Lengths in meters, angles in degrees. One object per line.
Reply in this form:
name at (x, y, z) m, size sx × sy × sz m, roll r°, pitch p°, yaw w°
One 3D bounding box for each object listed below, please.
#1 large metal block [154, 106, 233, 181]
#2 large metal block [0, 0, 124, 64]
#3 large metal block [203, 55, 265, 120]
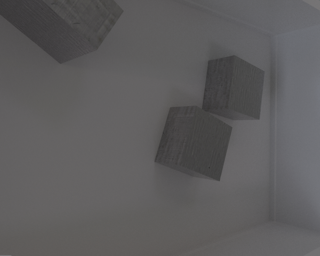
large metal block at (0.048, 0.022, 0.431) m, size 0.080 × 0.050 × 0.080 m, roll 26°, pitch 74°, yaw -37°
large metal block at (-0.096, -0.111, 0.290) m, size 0.080 × 0.080 × 0.050 m, roll 41°, pitch 65°, yaw -32°
large metal block at (0.117, -0.059, 0.488) m, size 0.081 × 0.050 × 0.080 m, roll 13°, pitch 82°, yaw -39°
